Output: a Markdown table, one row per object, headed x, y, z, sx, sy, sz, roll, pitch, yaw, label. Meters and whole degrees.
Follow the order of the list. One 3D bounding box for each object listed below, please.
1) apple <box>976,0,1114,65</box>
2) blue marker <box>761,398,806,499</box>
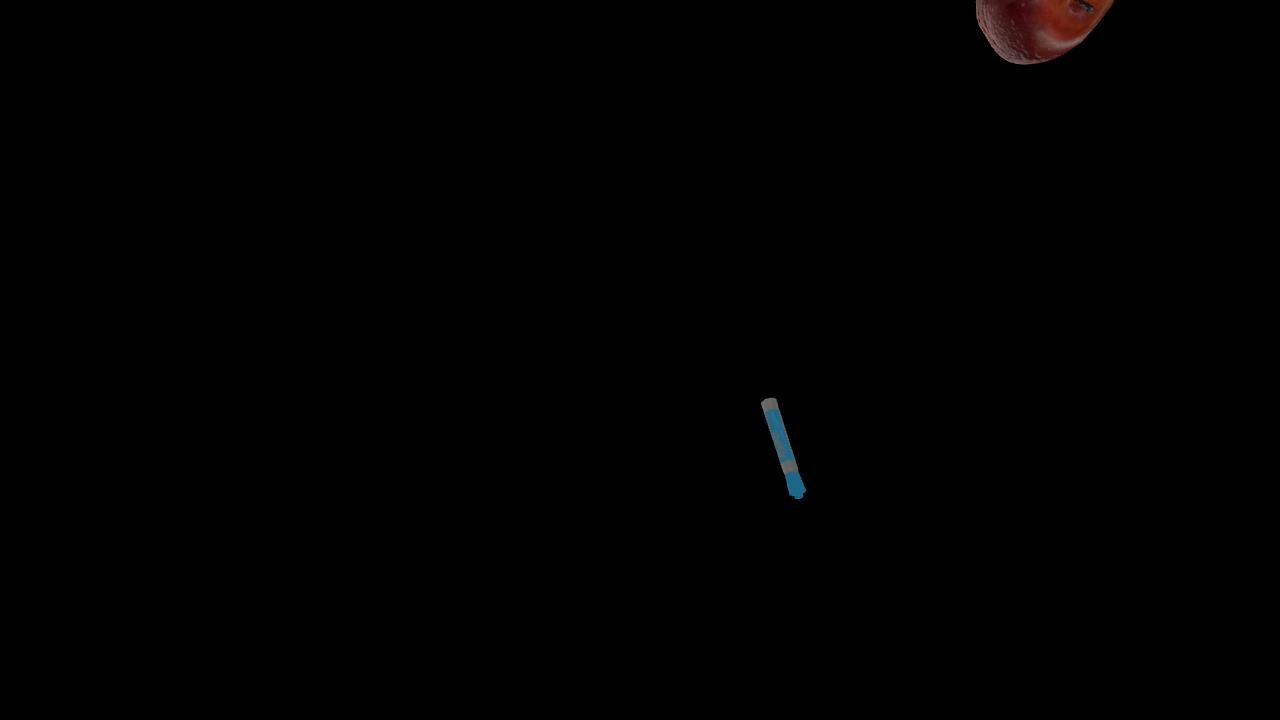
| x | y | z | sx | sy | sz | roll | pitch | yaw | label |
| --- | --- | --- | --- | --- | --- | --- | --- | --- | --- |
| 0.279 | -0.249 | 0.427 | 0.079 | 0.079 | 0.093 | 0 | 33 | -10 | apple |
| 0.164 | 0.100 | 0.703 | 0.020 | 0.121 | 0.020 | -9 | -31 | -5 | blue marker |
